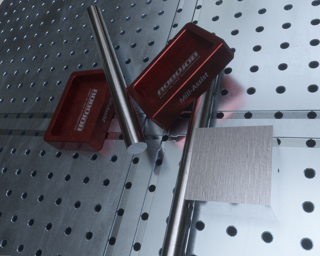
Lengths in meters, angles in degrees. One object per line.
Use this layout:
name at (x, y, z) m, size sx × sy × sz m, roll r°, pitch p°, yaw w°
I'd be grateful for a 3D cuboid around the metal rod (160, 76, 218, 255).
metal rod at (0.039, 0.032, 0.367) m, size 0.025 × 0.025 × 0.300 m, roll 0°, pitch 62°, yaw 28°

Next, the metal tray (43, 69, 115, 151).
metal tray at (-0.117, -0.030, 0.482) m, size 0.090 × 0.030 × 0.130 m, roll 0°, pitch 62°, yaw 28°

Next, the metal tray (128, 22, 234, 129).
metal tray at (0.023, -0.072, 0.412) m, size 0.130 × 0.030 × 0.090 m, roll -47°, pitch 41°, yaw 7°

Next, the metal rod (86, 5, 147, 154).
metal rod at (-0.072, -0.090, 0.460) m, size 0.025 × 0.025 × 0.299 m, roll -28°, pitch 55°, yaw 10°

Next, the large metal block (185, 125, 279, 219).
large metal block at (0.078, 0.045, 0.323) m, size 0.080 × 0.050 × 0.080 m, roll -2°, pitch 61°, yaw 26°
